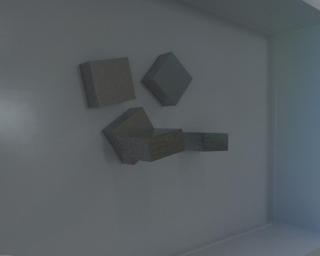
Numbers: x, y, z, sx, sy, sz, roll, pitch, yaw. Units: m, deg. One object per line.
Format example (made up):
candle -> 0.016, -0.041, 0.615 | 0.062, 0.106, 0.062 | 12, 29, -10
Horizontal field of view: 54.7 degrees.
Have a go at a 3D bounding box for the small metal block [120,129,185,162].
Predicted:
small metal block -> -0.008, 0.018, 0.351 | 0.050, 0.050, 0.025 | -15, 100, -39

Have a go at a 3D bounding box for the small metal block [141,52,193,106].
small metal block -> 0.010, -0.065, 0.415 | 0.050, 0.025, 0.050 | 47, 62, -30

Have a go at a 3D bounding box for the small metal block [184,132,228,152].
small metal block -> 0.061, 0.019, 0.441 | 0.050, 0.050, 0.025 | 2, 89, -40

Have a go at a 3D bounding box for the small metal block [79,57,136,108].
small metal block -> -0.060, -0.053, 0.356 | 0.050, 0.025, 0.050 | -17, 101, -39

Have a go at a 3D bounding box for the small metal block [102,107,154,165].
small metal block -> -0.034, 0.009, 0.378 | 0.050, 0.025, 0.050 | -43, 116, -32
